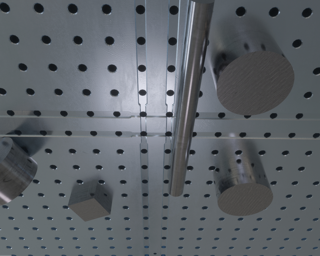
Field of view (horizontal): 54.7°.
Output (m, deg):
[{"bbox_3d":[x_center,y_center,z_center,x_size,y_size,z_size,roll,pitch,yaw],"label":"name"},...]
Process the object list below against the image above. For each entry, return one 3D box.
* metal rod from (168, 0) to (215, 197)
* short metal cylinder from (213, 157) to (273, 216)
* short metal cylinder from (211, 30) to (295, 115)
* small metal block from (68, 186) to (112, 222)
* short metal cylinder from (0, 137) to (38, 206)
[{"bbox_3d":[0.033,-0.013,0.400,0.025,0.025,0.298,2,130,-2],"label":"metal rod"},{"bbox_3d":[0.125,0.090,0.474,0.081,0.050,0.079,0,130,0],"label":"short metal cylinder"},{"bbox_3d":[0.100,-0.061,0.345,0.081,0.050,0.079,0,130,0],"label":"short metal cylinder"},{"bbox_3d":[-0.116,0.128,0.519,0.050,0.025,0.050,-19,128,15],"label":"small metal block"},{"bbox_3d":[-0.218,0.059,0.423,0.080,0.080,0.050,-20,128,16],"label":"short metal cylinder"}]
